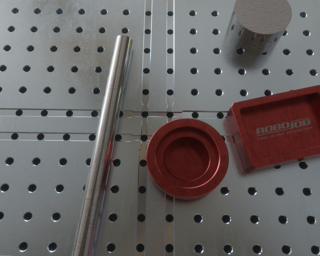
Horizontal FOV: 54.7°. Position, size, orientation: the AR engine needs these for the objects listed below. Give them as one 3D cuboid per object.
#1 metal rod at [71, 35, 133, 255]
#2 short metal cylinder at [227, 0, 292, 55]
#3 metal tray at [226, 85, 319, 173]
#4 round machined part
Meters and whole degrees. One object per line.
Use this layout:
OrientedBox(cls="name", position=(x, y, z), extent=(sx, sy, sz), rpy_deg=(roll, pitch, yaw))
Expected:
OrientedBox(cls="metal rod", position=(-0.071, 0.010, 0.407), extent=(0.025, 0.025, 0.299), rpy_deg=(7, 70, 2))
OrientedBox(cls="short metal cylinder", position=(0.144, -0.156, 0.456), extent=(0.081, 0.050, 0.080), rpy_deg=(0, 70, 0))
OrientedBox(cls="metal tray", position=(0.165, 0.000, 0.409), extent=(0.131, 0.030, 0.090), rpy_deg=(-12, 70, -5))
OrientedBox(cls="round machined part", position=(0.033, 0.040, 0.388), extent=(0.099, 0.042, 0.098), rpy_deg=(0, 70, 0))
